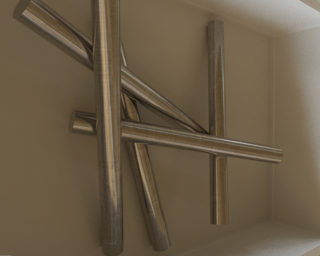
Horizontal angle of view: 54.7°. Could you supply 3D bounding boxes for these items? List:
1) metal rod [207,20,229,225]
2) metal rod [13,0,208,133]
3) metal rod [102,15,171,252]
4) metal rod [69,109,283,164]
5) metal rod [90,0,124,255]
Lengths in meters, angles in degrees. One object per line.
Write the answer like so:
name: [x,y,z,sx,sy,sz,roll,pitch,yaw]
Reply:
metal rod: [0.084,-0.016,0.451,0.025,0.025,0.299,11,74,-40]
metal rod: [-0.022,-0.042,0.356,0.301,0.025,0.025,33,70,-46]
metal rod: [-0.030,0.014,0.383,0.025,0.025,0.298,-22,104,-38]
metal rod: [0.041,0.017,0.390,0.302,0.025,0.025,10,83,-28]
metal rod: [-0.051,0.004,0.310,0.025,0.025,0.298,-17,118,-39]
